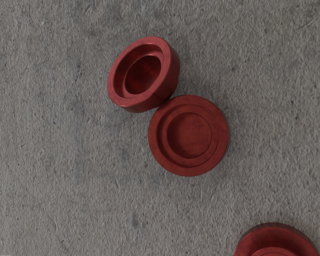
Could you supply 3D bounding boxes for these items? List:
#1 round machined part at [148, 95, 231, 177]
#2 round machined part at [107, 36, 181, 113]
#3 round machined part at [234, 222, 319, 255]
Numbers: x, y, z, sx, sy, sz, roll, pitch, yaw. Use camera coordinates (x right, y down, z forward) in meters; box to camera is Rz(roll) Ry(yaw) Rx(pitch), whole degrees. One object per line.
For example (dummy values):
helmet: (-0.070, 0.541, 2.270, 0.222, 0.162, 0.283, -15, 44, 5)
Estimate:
round machined part: (0.038, 0.009, 0.386, 0.098, 0.042, 0.097, 0, 90, 20)
round machined part: (-0.016, -0.063, 0.392, 0.098, 0.042, 0.098, -16, 59, 30)
round machined part: (0.133, 0.162, 0.353, 0.098, 0.042, 0.097, 0, 90, 20)
